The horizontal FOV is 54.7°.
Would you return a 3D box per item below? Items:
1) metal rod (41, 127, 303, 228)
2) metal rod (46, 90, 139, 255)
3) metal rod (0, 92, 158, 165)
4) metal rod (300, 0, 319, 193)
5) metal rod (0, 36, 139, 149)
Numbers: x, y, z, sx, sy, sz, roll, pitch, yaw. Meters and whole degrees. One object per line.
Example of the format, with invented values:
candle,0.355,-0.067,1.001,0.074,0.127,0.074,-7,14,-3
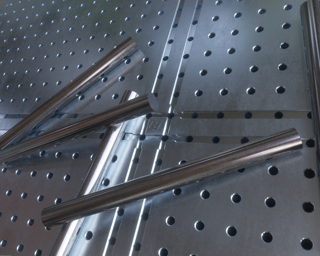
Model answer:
metal rod,0.005,0.060,0.350,0.301,0.025,0.025,-19,54,9
metal rod,-0.094,0.081,0.405,0.025,0.025,0.300,9,66,32
metal rod,-0.138,0.008,0.450,0.300,0.025,0.025,-18,55,25
metal rod,0.175,-0.025,0.331,0.025,0.025,0.299,-6,59,25
metal rod,-0.162,-0.052,0.522,0.300,0.025,0.025,-37,51,3
